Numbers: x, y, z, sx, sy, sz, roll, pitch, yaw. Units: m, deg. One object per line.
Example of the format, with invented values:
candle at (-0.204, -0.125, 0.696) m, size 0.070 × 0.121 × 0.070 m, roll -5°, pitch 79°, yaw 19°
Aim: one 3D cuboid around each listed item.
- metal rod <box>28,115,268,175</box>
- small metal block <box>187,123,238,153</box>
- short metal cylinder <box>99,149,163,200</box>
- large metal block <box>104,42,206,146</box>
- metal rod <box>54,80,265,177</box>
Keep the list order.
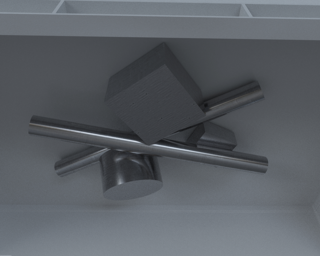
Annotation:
metal rod at (-0.007, 0.024, 0.394) m, size 0.302 × 0.025 × 0.025 m, roll 10°, pitch 129°, yaw -9°
small metal block at (0.069, 0.023, 0.425) m, size 0.050 × 0.025 × 0.050 m, roll 21°, pitch 127°, yaw -17°
short metal cylinder at (-0.040, 0.062, 0.425) m, size 0.081 × 0.050 × 0.080 m, roll -10°, pitch 153°, yaw -5°
large metal block at (-0.004, -0.037, 0.359) m, size 0.080 × 0.050 × 0.080 m, roll -29°, pitch 125°, yaw 22°
metal rod at (-0.013, 0.008, 0.413) m, size 0.300 × 0.025 × 0.025 m, roll -22°, pitch 127°, yaw 17°
